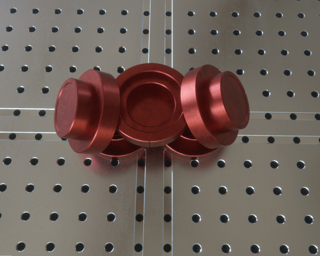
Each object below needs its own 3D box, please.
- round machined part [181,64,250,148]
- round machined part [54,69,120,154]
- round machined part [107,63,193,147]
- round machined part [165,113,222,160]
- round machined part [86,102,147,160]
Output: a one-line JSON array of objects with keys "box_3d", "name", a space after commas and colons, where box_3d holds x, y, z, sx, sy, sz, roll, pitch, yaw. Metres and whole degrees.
[{"box_3d": [0.070, -0.028, 0.359, 0.042, 0.098, 0.098, -16, 65, 37], "name": "round machined part"}, {"box_3d": [-0.089, -0.020, 0.355, 0.042, 0.098, 0.098, 10, 65, -37], "name": "round machined part"}, {"box_3d": [-0.010, -0.024, 0.365, 0.099, 0.042, 0.098, 0, 70, -1], "name": "round machined part"}, {"box_3d": [0.043, -0.010, 0.407, 0.099, 0.042, 0.098, 0, 70, -1], "name": "round machined part"}, {"box_3d": [-0.055, -0.010, 0.405, 0.099, 0.042, 0.098, 0, 70, -1], "name": "round machined part"}]
